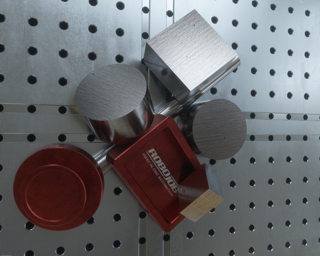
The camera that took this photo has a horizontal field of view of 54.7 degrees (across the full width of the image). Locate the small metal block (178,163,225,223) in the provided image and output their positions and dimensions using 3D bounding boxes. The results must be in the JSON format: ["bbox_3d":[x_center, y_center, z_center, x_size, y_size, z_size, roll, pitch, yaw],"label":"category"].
[{"bbox_3d":[0.049,0.080,0.387,0.025,0.050,0.050,37,113,-19],"label":"small metal block"}]

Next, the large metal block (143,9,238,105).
[{"bbox_3d":[0.037,-0.090,0.400,0.080,0.050,0.080,-39,83,-16],"label":"large metal block"}]

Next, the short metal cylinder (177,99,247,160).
[{"bbox_3d":[0.070,0.002,0.424,0.081,0.050,0.079,0,90,-20],"label":"short metal cylinder"}]

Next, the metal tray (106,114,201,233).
[{"bbox_3d":[0.004,0.058,0.396,0.090,0.030,0.130,-39,115,-15],"label":"metal tray"}]

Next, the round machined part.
[{"bbox_3d":[-0.114,0.070,0.348,0.099,0.042,0.097,-1,96,-5],"label":"round machined part"}]

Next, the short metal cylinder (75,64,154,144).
[{"bbox_3d":[-0.050,-0.028,0.359,0.080,0.050,0.080,-5,57,7],"label":"short metal cylinder"}]

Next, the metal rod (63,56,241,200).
[{"bbox_3d":[-0.005,-0.009,0.412,0.301,0.025,0.025,-39,103,-15],"label":"metal rod"}]
